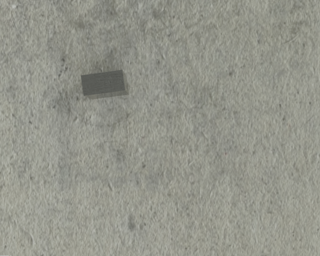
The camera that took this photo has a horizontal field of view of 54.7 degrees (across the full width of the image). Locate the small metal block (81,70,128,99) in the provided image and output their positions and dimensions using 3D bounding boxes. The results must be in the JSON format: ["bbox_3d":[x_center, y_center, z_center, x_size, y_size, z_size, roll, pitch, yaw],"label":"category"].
[{"bbox_3d":[-0.069,-0.054,0.397,0.050,0.050,0.025,-8,90,0],"label":"small metal block"}]
